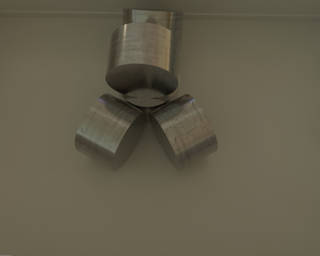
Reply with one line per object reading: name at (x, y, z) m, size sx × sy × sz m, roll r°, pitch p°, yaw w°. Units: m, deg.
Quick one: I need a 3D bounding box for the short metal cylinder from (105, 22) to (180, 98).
short metal cylinder at (-0.018, -0.074, 0.352) m, size 0.080 × 0.080 × 0.050 m, roll 3°, pitch 70°, yaw 1°

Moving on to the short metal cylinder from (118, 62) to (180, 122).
short metal cylinder at (-0.015, -0.055, 0.413) m, size 0.081 × 0.050 × 0.080 m, roll 0°, pitch 70°, yaw 0°

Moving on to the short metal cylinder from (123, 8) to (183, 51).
short metal cylinder at (-0.010, -0.134, 0.421) m, size 0.080 × 0.080 × 0.050 m, roll 4°, pitch 113°, yaw 1°

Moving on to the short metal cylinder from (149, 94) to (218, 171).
short metal cylinder at (0.027, 0.005, 0.377) m, size 0.050 × 0.080 × 0.080 m, roll -27°, pitch 73°, yaw -9°

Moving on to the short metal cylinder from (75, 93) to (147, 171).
short metal cylinder at (-0.058, 0.005, 0.376) m, size 0.050 × 0.080 × 0.080 m, roll 28°, pitch 72°, yaw 10°
